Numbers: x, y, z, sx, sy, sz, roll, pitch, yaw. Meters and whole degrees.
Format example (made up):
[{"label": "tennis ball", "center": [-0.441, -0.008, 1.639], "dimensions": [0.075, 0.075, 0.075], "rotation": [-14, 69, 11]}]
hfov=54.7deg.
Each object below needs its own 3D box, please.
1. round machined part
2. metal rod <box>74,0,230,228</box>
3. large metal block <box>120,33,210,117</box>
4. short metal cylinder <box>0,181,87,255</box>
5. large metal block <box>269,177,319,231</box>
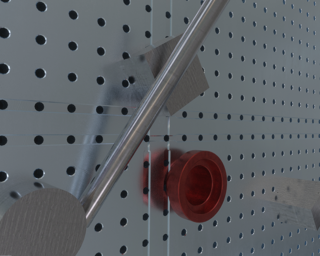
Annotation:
[{"label": "round machined part", "center": [0.047, 0.080, 0.438], "dimensions": [0.099, 0.042, 0.097], "rotation": [0, 90, -40]}, {"label": "metal rod", "center": [-0.009, -0.026, 0.345], "dimensions": [0.025, 0.025, 0.299], "rotation": [34, 86, -35]}, {"label": "large metal block", "center": [0.008, -0.069, 0.399], "dimensions": [0.080, 0.050, 0.080], "rotation": [-37, 113, -34]}, {"label": "short metal cylinder", "center": [-0.118, 0.093, 0.294], "dimensions": [0.081, 0.050, 0.080], "rotation": [0, 90, -40]}, {"label": "large metal block", "center": [0.276, 0.145, 0.605], "dimensions": [0.080, 0.080, 0.050], "rotation": [-36, 112, -34]}]
